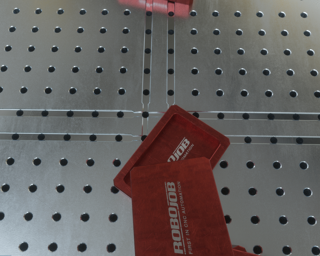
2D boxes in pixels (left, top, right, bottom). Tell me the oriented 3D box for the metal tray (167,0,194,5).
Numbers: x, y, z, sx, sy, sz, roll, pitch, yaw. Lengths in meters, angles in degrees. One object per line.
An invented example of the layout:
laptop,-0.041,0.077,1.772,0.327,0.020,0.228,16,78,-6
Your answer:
metal tray,0.000,-0.257,0.503,0.131,0.030,0.090,14,71,5

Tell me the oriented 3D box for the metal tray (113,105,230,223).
metal tray,0.016,0.045,0.392,0.090,0.030,0.130,34,73,11

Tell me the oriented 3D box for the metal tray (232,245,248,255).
metal tray,0.051,0.197,0.337,0.131,0.030,0.090,-22,72,-8

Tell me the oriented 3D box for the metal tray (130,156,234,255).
metal tray,0.019,0.096,0.321,0.090,0.030,0.130,-9,50,0

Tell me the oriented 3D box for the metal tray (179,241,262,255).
metal tray,0.074,0.171,0.314,0.131,0.030,0.090,12,70,4
